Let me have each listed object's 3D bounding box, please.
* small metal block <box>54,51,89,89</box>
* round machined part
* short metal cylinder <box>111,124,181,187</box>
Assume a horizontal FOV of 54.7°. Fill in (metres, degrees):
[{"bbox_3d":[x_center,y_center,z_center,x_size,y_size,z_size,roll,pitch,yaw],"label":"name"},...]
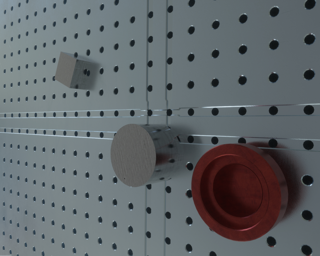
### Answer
[{"bbox_3d":[-0.153,-0.100,0.536,0.050,0.025,0.050,30,108,36],"label":"small metal block"},{"bbox_3d":[0.086,0.064,0.328,0.098,0.042,0.097,0,90,40],"label":"round machined part"},{"bbox_3d":[-0.019,0.034,0.409,0.080,0.050,0.079,0,90,40],"label":"short metal cylinder"}]
